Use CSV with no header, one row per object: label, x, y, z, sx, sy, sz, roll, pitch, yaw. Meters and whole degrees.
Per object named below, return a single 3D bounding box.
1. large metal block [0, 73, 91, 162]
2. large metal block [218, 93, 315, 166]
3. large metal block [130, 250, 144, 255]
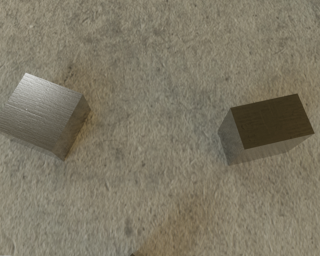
large metal block,-0.148,-0.013,0.398,0.080,0.050,0.080,21,71,7
large metal block,0.123,0.005,0.379,0.081,0.080,0.050,-12,71,-5
large metal block,-0.032,0.176,0.314,0.050,0.080,0.080,37,74,12
